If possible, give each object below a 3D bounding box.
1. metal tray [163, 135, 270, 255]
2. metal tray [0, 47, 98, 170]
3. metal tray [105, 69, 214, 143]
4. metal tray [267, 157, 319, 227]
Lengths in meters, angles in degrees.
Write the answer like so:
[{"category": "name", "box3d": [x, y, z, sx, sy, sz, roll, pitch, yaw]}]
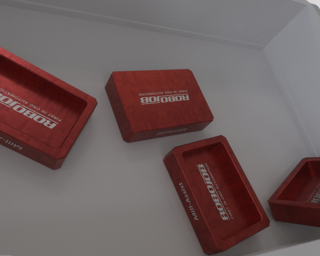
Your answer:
[{"category": "metal tray", "box3d": [0.071, 0.079, 0.391, 0.091, 0.030, 0.130, -12, 68, -33]}, {"category": "metal tray", "box3d": [-0.147, -0.023, 0.337, 0.131, 0.030, 0.090, 29, 52, -10]}, {"category": "metal tray", "box3d": [0.001, -0.035, 0.424, 0.131, 0.030, 0.090, -9, 66, -32]}, {"category": "metal tray", "box3d": [0.221, 0.083, 0.429, 0.131, 0.090, 0.030, -31, 105, -38]}]
